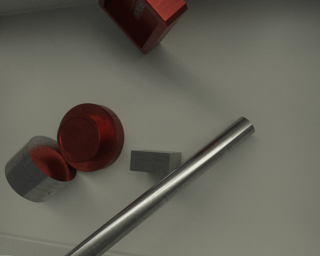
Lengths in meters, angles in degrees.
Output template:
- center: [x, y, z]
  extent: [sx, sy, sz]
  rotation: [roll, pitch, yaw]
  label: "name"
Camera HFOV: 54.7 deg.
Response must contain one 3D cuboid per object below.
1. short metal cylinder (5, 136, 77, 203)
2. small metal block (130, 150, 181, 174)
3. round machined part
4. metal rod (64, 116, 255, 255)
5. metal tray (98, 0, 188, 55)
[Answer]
- center: [-0.167, 0.057, 0.438]
  extent: [0.050, 0.080, 0.080]
  rotation: [-41, 78, 15]
  label: "short metal cylinder"
- center: [-0.004, 0.042, 0.397]
  extent: [0.050, 0.050, 0.025]
  rotation: [3, 88, 19]
  label: "small metal block"
- center: [-0.104, 0.013, 0.437]
  extent: [0.098, 0.042, 0.097]
  rotation: [0, 90, 19]
  label: "round machined part"
- center: [-0.013, 0.085, 0.352]
  extent: [0.301, 0.025, 0.025]
  rotation: [-37, 77, -9]
  label: "metal rod"
- center: [-0.026, -0.139, 0.350]
  extent: [0.030, 0.130, 0.090]
  rotation: [-44, 99, -9]
  label: "metal tray"
